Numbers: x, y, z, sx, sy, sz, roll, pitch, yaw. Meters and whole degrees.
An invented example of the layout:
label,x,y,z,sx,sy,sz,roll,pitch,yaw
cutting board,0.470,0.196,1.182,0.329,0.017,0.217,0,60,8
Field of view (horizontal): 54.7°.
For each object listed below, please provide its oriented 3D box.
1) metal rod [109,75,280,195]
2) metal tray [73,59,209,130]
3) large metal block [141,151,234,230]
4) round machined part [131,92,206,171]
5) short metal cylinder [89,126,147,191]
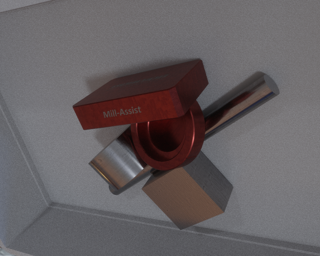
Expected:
label,x,y,z,sx,sy,sz,roll,pitch,yaw
metal rod,0.021,0.026,0.410,0.025,0.025,0.299,48,128,-6
metal tray,-0.021,-0.037,0.350,0.130,0.090,0.030,-7,115,30
large metal block,0.037,0.081,0.418,0.080,0.050,0.080,48,129,-6
round machined part,0.014,-0.001,0.369,0.098,0.042,0.097,4,96,42
short metal cylinder,-0.049,0.038,0.419,0.050,0.080,0.080,48,129,-5
